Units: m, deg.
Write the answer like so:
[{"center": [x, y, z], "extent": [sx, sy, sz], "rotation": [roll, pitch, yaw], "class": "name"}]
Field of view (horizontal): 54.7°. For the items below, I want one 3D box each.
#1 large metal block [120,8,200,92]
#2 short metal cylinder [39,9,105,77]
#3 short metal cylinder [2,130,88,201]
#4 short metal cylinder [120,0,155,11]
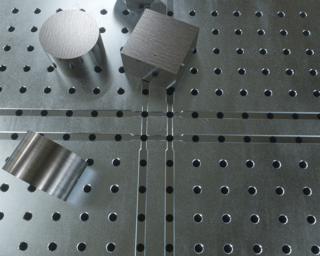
[{"center": [0.001, -0.110, 0.438], "extent": [0.080, 0.050, 0.080], "rotation": [23, 72, 8], "class": "large metal block"}, {"center": [-0.123, -0.119, 0.441], "extent": [0.081, 0.050, 0.080], "rotation": [0, 70, 0], "class": "short metal cylinder"}, {"center": [-0.133, 0.045, 0.365], "extent": [0.080, 0.080, 0.050], "rotation": [25, 72, 9], "class": "short metal cylinder"}, {"center": [-0.036, -0.225, 0.464], "extent": [0.080, 0.080, 0.050], "rotation": [-40, 75, -13], "class": "short metal cylinder"}]
